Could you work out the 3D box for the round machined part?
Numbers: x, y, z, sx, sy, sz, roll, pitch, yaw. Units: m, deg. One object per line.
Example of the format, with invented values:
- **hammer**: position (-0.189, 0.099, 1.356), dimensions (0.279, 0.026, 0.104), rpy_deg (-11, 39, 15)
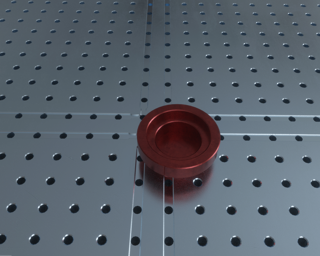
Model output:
- **round machined part**: position (0.022, 0.020, 0.380), dimensions (0.099, 0.042, 0.098), rpy_deg (0, 50, 0)
